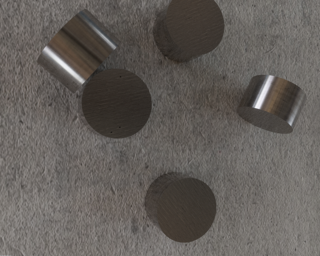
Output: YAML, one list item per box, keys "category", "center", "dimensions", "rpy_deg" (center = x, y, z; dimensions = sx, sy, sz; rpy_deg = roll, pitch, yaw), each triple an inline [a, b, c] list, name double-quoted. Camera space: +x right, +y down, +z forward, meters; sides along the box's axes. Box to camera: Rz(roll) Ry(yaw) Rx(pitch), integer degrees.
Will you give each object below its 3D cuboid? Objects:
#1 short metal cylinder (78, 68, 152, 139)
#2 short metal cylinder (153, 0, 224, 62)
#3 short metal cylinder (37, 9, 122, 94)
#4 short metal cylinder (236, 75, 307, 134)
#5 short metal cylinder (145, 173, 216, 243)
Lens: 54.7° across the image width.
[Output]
- category: "short metal cylinder"
  center: [-0.056, -0.028, 0.375]
  dimensions: [0.081, 0.050, 0.080]
  rpy_deg: [0, 90, -20]
- category: "short metal cylinder"
  center: [0.037, -0.131, 0.409]
  dimensions: [0.081, 0.050, 0.080]
  rpy_deg: [0, 90, -20]
- category: "short metal cylinder"
  center: [-0.089, -0.085, 0.347]
  dimensions: [0.050, 0.080, 0.080]
  rpy_deg: [42, 77, -15]
- category: "short metal cylinder"
  center: [0.156, -0.032, 0.437]
  dimensions: [0.080, 0.080, 0.050]
  rpy_deg: [30, 81, -18]
- category: "short metal cylinder"
  center: [0.026, 0.101, 0.405]
  dimensions: [0.081, 0.050, 0.080]
  rpy_deg: [0, 90, -20]
